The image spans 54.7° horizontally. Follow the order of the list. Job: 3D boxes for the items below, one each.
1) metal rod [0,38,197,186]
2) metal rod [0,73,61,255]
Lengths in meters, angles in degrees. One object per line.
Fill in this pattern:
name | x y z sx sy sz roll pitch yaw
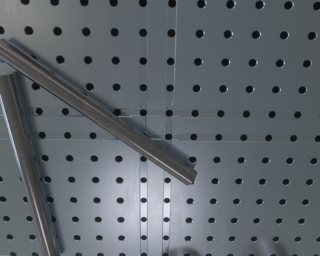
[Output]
metal rod | -0.075 -0.014 0.407 0.301 0.025 0.025 35 106 -12
metal rod | -0.182 0.072 0.438 0.025 0.025 0.298 -5 110 2
